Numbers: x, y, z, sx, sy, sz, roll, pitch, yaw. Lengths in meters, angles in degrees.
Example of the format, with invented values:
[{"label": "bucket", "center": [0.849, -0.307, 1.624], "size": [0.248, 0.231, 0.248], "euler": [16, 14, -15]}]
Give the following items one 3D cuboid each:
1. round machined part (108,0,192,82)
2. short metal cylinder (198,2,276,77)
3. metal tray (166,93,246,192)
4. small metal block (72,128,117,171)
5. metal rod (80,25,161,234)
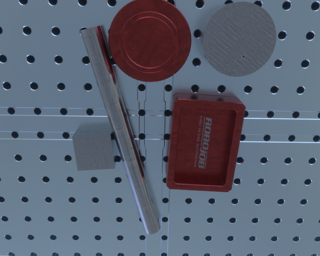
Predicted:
[{"label": "round machined part", "center": [-0.012, -0.102, 0.367], "size": [0.099, 0.042, 0.097], "euler": [0, 110, -1]}, {"label": "short metal cylinder", "center": [0.087, -0.104, 0.363], "size": [0.081, 0.050, 0.079], "euler": [0, 110, -1]}, {"label": "metal tray", "center": [0.058, 0.022, 0.419], "size": [0.091, 0.030, 0.129], "euler": [4, 110, -2]}, {"label": "small metal block", "center": [-0.088, 0.029, 0.423], "size": [0.050, 0.025, 0.050], "euler": [-3, 110, 0]}, {"label": "metal rod", "center": [-0.047, 0.017, 0.418], "size": [0.025, 0.025, 0.298], "euler": [-13, 110, 4]}]
